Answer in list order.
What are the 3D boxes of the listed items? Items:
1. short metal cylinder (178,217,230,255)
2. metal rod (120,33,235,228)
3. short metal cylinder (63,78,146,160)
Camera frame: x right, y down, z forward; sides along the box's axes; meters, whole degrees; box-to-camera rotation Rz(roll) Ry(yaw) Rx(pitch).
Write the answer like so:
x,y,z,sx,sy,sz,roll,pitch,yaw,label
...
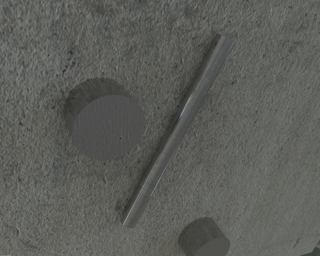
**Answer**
x,y,z,sx,sy,sz,roll,pitch,yaw,label
0.080,0.211,0.565,0.081,0.050,0.079,-14,124,-21,short metal cylinder
0.017,0.016,0.425,0.025,0.025,0.298,15,111,-35,metal rod
-0.063,-0.011,0.350,0.081,0.050,0.079,-14,124,-21,short metal cylinder
